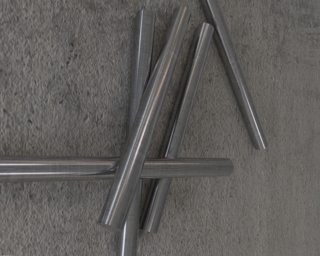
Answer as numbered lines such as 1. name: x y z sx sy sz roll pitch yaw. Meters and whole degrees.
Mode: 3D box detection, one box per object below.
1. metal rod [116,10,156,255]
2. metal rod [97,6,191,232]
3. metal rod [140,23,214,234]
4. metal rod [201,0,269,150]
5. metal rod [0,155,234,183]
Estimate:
1. metal rod: -0.029 0.006 0.380 0.025 0.025 0.298 7 85 -40
2. metal rod: -0.008 -0.033 0.359 0.025 0.025 0.300 38 55 -34
3. metal rod: 0.027 -0.010 0.426 0.025 0.025 0.299 27 73 -37
4. metal rod: 0.122 -0.094 0.506 0.025 0.025 0.299 -39 114 -33
5. metal rod: -0.038 0.044 0.343 0.302 0.025 0.025 4 88 -31
